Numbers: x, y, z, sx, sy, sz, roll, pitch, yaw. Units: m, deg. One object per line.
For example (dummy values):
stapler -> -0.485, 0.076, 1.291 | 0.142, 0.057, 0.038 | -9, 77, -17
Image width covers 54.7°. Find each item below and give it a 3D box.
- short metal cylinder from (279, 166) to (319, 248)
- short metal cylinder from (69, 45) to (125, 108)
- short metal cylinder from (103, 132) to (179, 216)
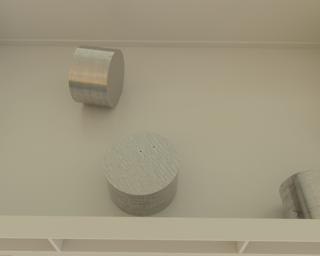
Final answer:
short metal cylinder -> 0.165, 0.079, 0.304 | 0.081, 0.080, 0.050 | 0, 50, 0
short metal cylinder -> -0.085, -0.071, 0.428 | 0.050, 0.080, 0.080 | 9, 51, 7
short metal cylinder -> -0.020, 0.051, 0.346 | 0.080, 0.050, 0.080 | 0, 50, 0
